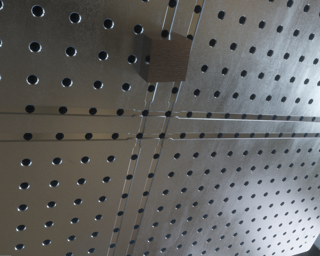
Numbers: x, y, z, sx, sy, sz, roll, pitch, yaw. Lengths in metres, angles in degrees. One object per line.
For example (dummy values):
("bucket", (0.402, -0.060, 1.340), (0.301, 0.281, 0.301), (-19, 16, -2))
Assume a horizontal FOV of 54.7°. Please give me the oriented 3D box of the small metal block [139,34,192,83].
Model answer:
("small metal block", (0.006, -0.082, 0.365), (0.050, 0.025, 0.050), (-7, 122, -26))
